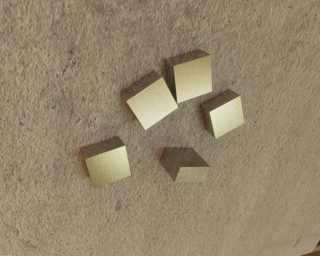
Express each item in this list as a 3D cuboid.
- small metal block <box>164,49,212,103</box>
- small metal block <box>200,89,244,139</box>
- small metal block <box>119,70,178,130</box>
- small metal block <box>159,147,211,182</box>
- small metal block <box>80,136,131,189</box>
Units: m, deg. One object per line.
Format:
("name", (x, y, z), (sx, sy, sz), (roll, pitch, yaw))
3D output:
("small metal block", (0.036, -0.065, 0.386), (0.050, 0.025, 0.050), (-20, 126, -17))
("small metal block", (0.090, -0.020, 0.443), (0.050, 0.025, 0.050), (-28, 128, -11))
("small metal block", (-0.013, -0.034, 0.379), (0.050, 0.025, 0.050), (-35, 129, -5))
("small metal block", (0.034, 0.051, 0.441), (0.050, 0.050, 0.025), (4, 117, -30))
("small metal block", (-0.069, 0.044, 0.396), (0.050, 0.025, 0.050), (-19, 126, -18))
